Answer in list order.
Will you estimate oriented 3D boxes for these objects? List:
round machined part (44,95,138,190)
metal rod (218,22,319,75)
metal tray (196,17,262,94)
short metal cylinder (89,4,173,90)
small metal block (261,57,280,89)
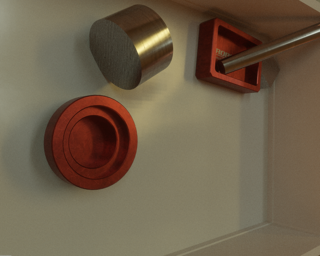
[{"bbox_3d":[-0.076,0.014,0.333,0.099,0.042,0.097,0,90,-40],"label":"round machined part"},{"bbox_3d":[0.233,-0.147,0.495,0.302,0.025,0.025,-22,106,-8],"label":"metal rod"},{"bbox_3d":[0.116,-0.112,0.503,0.131,0.030,0.089,9,85,-40],"label":"metal tray"},{"bbox_3d":[-0.032,-0.089,0.345,0.050,0.080,0.080,-39,114,-33],"label":"short metal cylinder"},{"bbox_3d":[0.191,-0.108,0.570,0.050,0.025,0.050,50,61,-29],"label":"small metal block"}]
